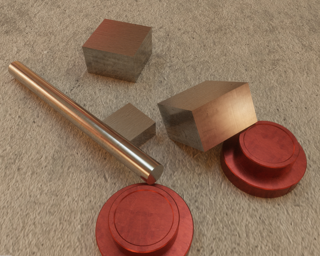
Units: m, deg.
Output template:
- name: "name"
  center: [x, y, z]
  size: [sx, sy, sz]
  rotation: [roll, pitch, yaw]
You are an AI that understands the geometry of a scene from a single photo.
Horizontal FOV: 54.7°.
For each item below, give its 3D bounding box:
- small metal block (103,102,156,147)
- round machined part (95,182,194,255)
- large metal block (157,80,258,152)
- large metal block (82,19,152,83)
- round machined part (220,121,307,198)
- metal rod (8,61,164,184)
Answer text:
- name: "small metal block"
  center: [-0.041, 0.001, 0.402]
  size: [0.050, 0.025, 0.050]
  rotation: [37, 59, 27]
- name: "round machined part"
  center: [-0.015, 0.097, 0.310]
  size: [0.099, 0.042, 0.098]
  rotation: [0, 50, 0]
- name: "large metal block"
  center: [0.056, -0.019, 0.380]
  size: [0.081, 0.050, 0.080]
  rotation: [-27, 21, -21]
- name: "large metal block"
  center: [-0.064, -0.124, 0.490]
  size: [0.080, 0.050, 0.080]
  rotation: [14, 51, 11]
- name: "round machined part"
  center: [0.124, 0.030, 0.368]
  size: [0.099, 0.042, 0.098]
  rotation: [0, 50, 0]
- name: "metal rod"
  center: [-0.113, -0.021, 0.403]
  size: [0.300, 0.025, 0.025]
  rotation: [33, 57, 30]
